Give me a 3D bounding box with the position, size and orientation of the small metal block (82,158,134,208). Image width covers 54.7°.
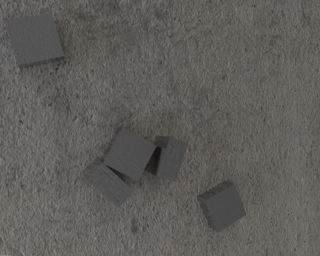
[{"bbox_3d":[-0.064,0.064,0.372,0.050,0.050,0.025,46,76,-15],"label":"small metal block"}]

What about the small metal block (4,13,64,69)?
[{"bbox_3d":[-0.143,-0.099,0.356,0.050,0.025,0.050,-17,96,-19],"label":"small metal block"}]

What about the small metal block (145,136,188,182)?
[{"bbox_3d":[0.007,0.038,0.398,0.025,0.050,0.050,21,83,-19],"label":"small metal block"}]

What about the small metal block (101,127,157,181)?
[{"bbox_3d":[-0.041,0.032,0.394,0.050,0.025,0.050,31,80,-18],"label":"small metal block"}]

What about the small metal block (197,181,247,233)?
[{"bbox_3d":[0.088,0.111,0.442,0.050,0.025,0.050,-26,99,-18],"label":"small metal block"}]
